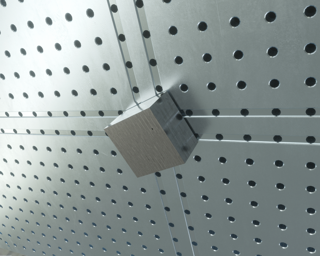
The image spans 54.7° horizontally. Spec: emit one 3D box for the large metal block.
[{"bbox_3d":[-0.011,0.010,0.402,0.080,0.050,0.080,-23,107,36],"label":"large metal block"}]
